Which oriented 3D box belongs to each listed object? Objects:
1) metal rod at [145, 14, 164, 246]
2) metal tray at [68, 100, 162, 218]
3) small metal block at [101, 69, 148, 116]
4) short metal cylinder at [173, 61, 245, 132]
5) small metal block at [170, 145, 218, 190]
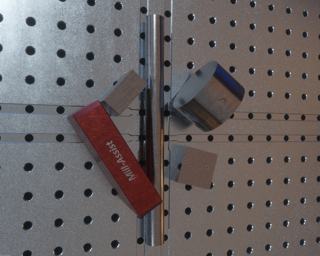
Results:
[{"bbox_3d":[-0.007,0.003,0.410,0.025,0.025,0.298,0,90,-20],"label":"metal rod"},{"bbox_3d":[-0.055,0.034,0.358,0.030,0.090,0.130,-34,102,-17],"label":"metal tray"},{"bbox_3d":[-0.047,-0.042,0.382,0.025,0.050,0.050,43,76,-15],"label":"small metal block"},{"bbox_3d":[0.063,-0.042,0.408,0.050,0.080,0.080,40,77,-16],"label":"short metal cylinder"},{"bbox_3d":[0.048,0.054,0.432,0.050,0.025,0.050,16,85,-20],"label":"small metal block"}]
